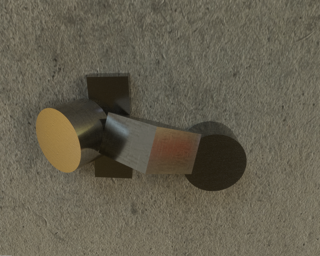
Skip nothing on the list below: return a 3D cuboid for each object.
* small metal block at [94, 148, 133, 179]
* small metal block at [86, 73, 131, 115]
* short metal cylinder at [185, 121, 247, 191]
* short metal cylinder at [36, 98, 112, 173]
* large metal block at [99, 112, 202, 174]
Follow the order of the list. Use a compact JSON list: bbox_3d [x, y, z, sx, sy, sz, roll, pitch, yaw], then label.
[{"bbox_3d":[-0.062,0.040,0.425,0.050,0.025,0.050,3,110,-2],"label":"small metal block"},{"bbox_3d":[-0.063,-0.043,0.394,0.050,0.025,0.050,-1,110,0],"label":"small metal block"},{"bbox_3d":[0.068,0.036,0.412,0.081,0.050,0.079,0,110,-1],"label":"short metal cylinder"},{"bbox_3d":[-0.105,0.008,0.380,0.080,0.050,0.079,14,115,33],"label":"short metal cylinder"},{"bbox_3d":[-0.011,0.018,0.368,0.081,0.080,0.050,10,95,-48],"label":"large metal block"}]
